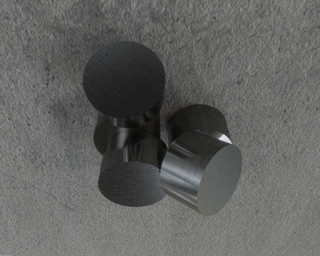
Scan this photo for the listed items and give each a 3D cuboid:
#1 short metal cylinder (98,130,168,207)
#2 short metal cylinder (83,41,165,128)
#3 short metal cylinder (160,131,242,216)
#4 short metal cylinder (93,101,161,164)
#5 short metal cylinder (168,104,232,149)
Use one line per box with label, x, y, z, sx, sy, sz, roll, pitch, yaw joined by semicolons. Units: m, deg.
short metal cylinder;-0.029;0.049;0.367;0.081;0.050;0.079;0;130;0
short metal cylinder;-0.035;-0.043;0.327;0.081;0.080;0.050;0;169;-1
short metal cylinder;0.046;0.048;0.339;0.050;0.080;0.080;21;145;41
short metal cylinder;-0.040;0.000;0.391;0.081;0.050;0.079;0;130;0
short metal cylinder;0.051;0.016;0.406;0.081;0.050;0.079;0;130;0
